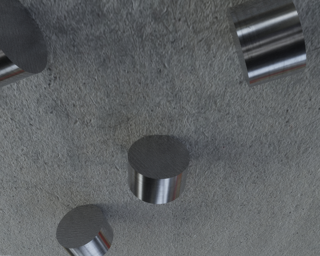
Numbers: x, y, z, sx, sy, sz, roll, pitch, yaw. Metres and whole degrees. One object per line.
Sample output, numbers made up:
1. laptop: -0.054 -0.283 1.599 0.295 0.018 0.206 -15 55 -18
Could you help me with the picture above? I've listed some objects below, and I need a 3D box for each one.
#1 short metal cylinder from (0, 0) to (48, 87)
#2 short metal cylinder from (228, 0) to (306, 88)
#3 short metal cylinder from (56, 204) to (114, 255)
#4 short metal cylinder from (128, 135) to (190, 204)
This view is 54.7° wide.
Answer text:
1. short metal cylinder: -0.156 -0.083 0.299 0.050 0.080 0.080 -17 128 14
2. short metal cylinder: 0.101 -0.085 0.300 0.050 0.080 0.080 -16 128 13
3. short metal cylinder: -0.125 0.177 0.520 0.080 0.080 0.050 -10 129 8
4. short metal cylinder: -0.003 0.054 0.417 0.081 0.080 0.050 3 130 -3
